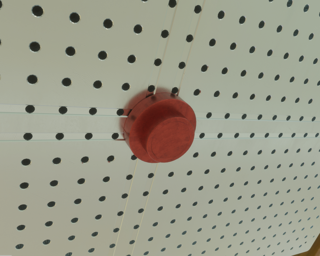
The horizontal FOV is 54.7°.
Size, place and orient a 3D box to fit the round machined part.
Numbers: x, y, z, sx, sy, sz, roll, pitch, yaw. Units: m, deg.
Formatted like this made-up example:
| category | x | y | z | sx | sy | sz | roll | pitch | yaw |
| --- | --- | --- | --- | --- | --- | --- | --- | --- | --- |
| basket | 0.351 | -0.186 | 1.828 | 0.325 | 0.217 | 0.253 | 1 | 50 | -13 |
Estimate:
| category | x | y | z | sx | sy | sz | roll | pitch | yaw |
| --- | --- | --- | --- | --- | --- | --- | --- | --- | --- |
| round machined part | 0.006 | 0.007 | 0.409 | 0.099 | 0.042 | 0.097 | -14 | 125 | -21 |
